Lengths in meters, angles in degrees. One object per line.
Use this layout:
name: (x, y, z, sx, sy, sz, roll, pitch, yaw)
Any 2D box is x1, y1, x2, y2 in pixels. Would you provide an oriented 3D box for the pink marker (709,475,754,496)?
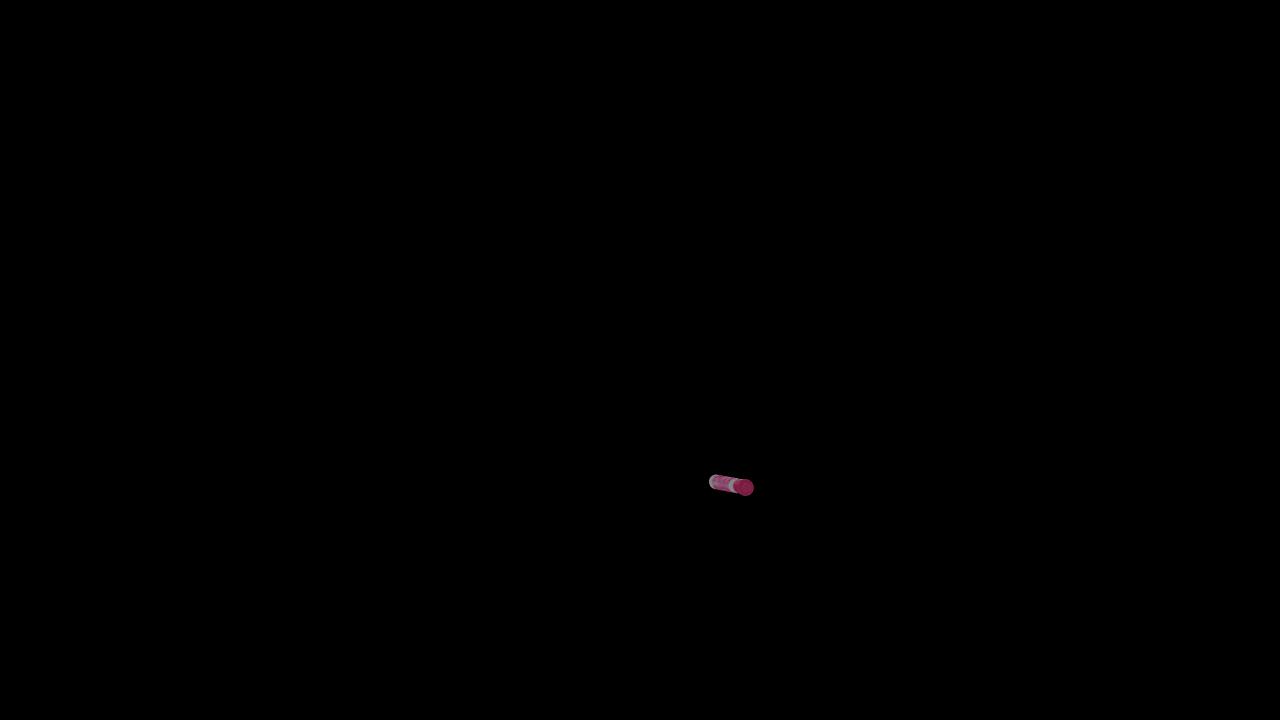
pink marker: (0.109, 0.151, 0.744, 0.020, 0.020, 0.121, 0, -8, -10)
